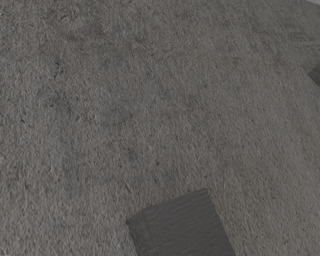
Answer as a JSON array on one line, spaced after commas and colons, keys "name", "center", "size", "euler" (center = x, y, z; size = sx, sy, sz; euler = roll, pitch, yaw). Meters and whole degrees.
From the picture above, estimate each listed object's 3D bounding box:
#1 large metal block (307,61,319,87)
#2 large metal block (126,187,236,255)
[{"name": "large metal block", "center": [0.375, -0.115, 0.659], "size": [0.080, 0.050, 0.081], "euler": [48, 51, 6]}, {"name": "large metal block", "center": [0.021, 0.118, 0.327], "size": [0.081, 0.050, 0.080], "euler": [-10, 67, -33]}]
